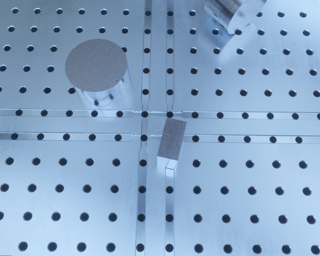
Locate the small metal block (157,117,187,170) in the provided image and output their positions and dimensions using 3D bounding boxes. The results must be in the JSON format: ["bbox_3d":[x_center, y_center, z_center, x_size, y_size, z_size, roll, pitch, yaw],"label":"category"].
[{"bbox_3d":[0.015,0.021,0.391,0.025,0.050,0.050,13,71,4],"label":"small metal block"}]

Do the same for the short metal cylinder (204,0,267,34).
[{"bbox_3d":[0.112,-0.185,0.451,0.080,0.080,0.050,-37,75,-12],"label":"short metal cylinder"}]

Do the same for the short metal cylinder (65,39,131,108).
[{"bbox_3d":[-0.083,-0.074,0.425,0.081,0.050,0.080,0,70,0],"label":"short metal cylinder"}]
